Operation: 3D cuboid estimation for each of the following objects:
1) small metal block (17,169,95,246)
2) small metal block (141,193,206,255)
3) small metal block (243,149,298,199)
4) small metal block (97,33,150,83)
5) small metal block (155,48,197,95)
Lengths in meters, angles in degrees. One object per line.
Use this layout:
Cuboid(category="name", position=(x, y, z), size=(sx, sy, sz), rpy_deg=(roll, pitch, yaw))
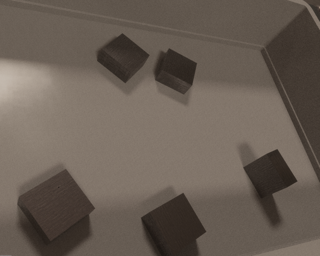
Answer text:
Cuboid(category="small metal block", position=(-0.102, 0.077, 0.305), size=(0.050, 0.025, 0.050), rpy_deg=(-33, 80, -38))
Cuboid(category="small metal block", position=(0.015, 0.109, 0.349), size=(0.050, 0.025, 0.050), rpy_deg=(-21, 73, -36))
Cuboid(category="small metal block", position=(0.154, 0.065, 0.435), size=(0.025, 0.050, 0.050), rpy_deg=(-16, 70, -35))
Cuboid(category="small metal block", position=(-0.051, -0.100, 0.440), size=(0.050, 0.025, 0.050), rpy_deg=(39, 51, -3))
Cuboid(category="small metal block", position=(0.025, -0.087, 0.474), size=(0.050, 0.025, 0.050), rpy_deg=(25, 53, -13))
